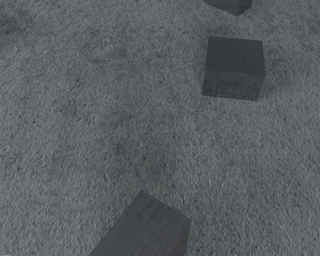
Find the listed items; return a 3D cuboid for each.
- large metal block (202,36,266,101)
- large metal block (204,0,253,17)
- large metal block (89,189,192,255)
[{"bbox_3d":[0.108,-0.090,0.463,0.080,0.050,0.080,7,50,5],"label":"large metal block"},{"bbox_3d":[0.137,-0.277,0.601,0.080,0.080,0.050,36,59,26],"label":"large metal block"},{"bbox_3d":[-0.017,0.115,0.271,0.050,0.080,0.080,28,55,21],"label":"large metal block"}]
